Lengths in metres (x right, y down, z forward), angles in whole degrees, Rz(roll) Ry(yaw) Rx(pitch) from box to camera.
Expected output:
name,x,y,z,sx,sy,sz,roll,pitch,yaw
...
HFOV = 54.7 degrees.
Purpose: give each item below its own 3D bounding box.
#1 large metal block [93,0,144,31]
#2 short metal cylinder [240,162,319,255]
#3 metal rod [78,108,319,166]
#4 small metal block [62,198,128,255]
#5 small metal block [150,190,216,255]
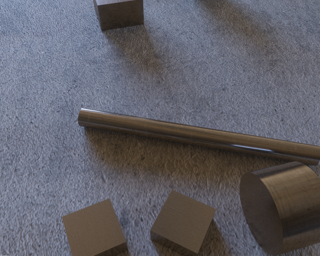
name,x,y,z,sx,sy,sz,roll,pitch,yaw
large metal block,-0.080,-0.232,0.581,0.081,0.050,0.080,-13,51,-11
short metal cylinder,0.120,0.077,0.304,0.050,0.080,0.080,-12,51,-10
metal rod,0.043,0.010,0.395,0.302,0.025,0.025,9,51,7
small metal block,-0.065,0.107,0.313,0.050,0.025,0.050,-19,53,-16
small metal block,0.024,0.100,0.320,0.050,0.025,0.050,21,53,16
